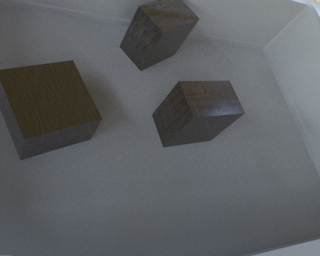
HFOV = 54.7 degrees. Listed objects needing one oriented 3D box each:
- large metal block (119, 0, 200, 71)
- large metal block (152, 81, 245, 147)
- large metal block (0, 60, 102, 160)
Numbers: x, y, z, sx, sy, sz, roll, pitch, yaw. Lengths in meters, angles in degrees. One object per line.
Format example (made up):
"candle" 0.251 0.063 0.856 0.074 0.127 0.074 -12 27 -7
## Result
"large metal block" -0.002 -0.139 0.454 0.081 0.080 0.050 -35 82 -38
"large metal block" 0.048 -0.018 0.407 0.081 0.080 0.050 -6 65 -31
"large metal block" -0.122 -0.022 0.337 0.081 0.050 0.080 -18 71 -35
